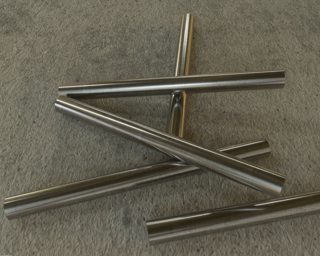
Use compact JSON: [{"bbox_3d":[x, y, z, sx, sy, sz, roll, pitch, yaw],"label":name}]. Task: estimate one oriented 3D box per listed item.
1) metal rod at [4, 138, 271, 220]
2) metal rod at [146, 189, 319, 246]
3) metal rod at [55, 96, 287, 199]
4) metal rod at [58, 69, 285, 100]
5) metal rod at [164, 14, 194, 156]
[{"bbox_3d":[-0.016,0.055,0.356,0.302,0.025,0.025,-12,51,-10],"label":"metal rod"},{"bbox_3d":[0.136,0.085,0.332,0.302,0.025,0.025,-8,51,-7],"label":"metal rod"},{"bbox_3d":[-0.008,0.012,0.366,0.300,0.025,0.025,19,52,25],"label":"metal rod"},{"bbox_3d":[0.008,-0.057,0.420,0.301,0.025,0.025,-2,50,10],"label":"metal rod"},{"bbox_3d":[0.034,-0.085,0.474,0.025,0.025,0.300,5,50,4],"label":"metal rod"}]
